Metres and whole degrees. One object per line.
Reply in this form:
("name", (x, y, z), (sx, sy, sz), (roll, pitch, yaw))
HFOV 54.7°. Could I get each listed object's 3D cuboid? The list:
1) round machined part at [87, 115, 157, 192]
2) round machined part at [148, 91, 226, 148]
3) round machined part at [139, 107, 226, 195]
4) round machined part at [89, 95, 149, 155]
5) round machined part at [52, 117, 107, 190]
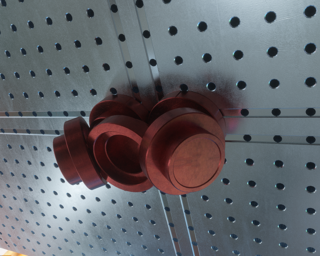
("round machined part", (-0.037, 0.027, 0.379), (0.098, 0.042, 0.097), (13, 124, 20))
("round machined part", (0.029, 0.006, 0.387), (0.098, 0.042, 0.097), (13, 124, 20))
("round machined part", (0.031, 0.030, 0.336), (0.042, 0.099, 0.097), (37, 145, 59))
("round machined part", (-0.058, 0.006, 0.432), (0.098, 0.042, 0.097), (13, 124, 20))
("round machined part", (-0.108, 0.037, 0.412), (0.042, 0.098, 0.097), (-21, 112, -4))
